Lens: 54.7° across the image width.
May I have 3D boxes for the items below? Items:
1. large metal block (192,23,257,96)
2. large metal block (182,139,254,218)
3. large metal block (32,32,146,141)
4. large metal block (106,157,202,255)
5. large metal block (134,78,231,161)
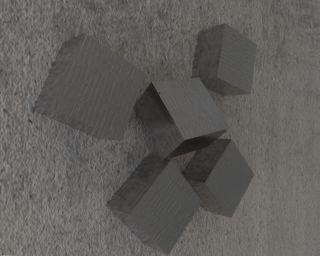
[{"bbox_3d":[0.098,-0.099,0.470,0.081,0.050,0.080,16,80,-39],"label":"large metal block"},{"bbox_3d":[0.086,0.072,0.460,0.080,0.050,0.080,-52,121,-27],"label":"large metal block"},{"bbox_3d":[-0.072,-0.039,0.327,0.080,0.050,0.080,29,72,-36],"label":"large metal block"},{"bbox_3d":[-0.005,0.094,0.384,0.080,0.050,0.080,-50,120,-28],"label":"large metal block"},{"bbox_3d":[0.027,-0.014,0.388,0.081,0.050,0.080,-12,66,-39],"label":"large metal block"}]
